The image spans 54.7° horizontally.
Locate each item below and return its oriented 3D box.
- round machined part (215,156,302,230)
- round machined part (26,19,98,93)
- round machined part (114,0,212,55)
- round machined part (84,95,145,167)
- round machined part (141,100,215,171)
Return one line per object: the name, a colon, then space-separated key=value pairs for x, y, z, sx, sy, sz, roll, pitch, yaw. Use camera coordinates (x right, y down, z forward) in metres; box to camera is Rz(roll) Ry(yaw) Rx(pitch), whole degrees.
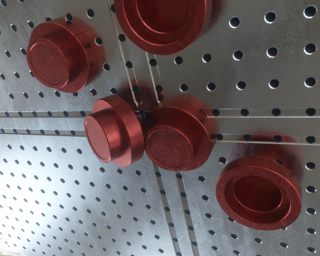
round machined part: x=0.122 y=0.075 z=0.382 sx=0.098 sy=0.042 sz=0.097 roll=13 pitch=124 yaw=20
round machined part: x=-0.137 y=-0.091 z=0.414 sx=0.098 sy=0.042 sz=0.097 roll=13 pitch=124 yaw=20
round machined part: x=0.006 y=-0.128 z=0.317 sx=0.098 sy=0.042 sz=0.097 roll=13 pitch=124 yaw=20
round machined part: x=-0.067 y=0.008 z=0.414 sx=0.098 sy=0.042 sz=0.097 roll=33 pitch=135 yaw=41
round machined part: x=0.018 y=0.017 z=0.400 sx=0.098 sy=0.042 sz=0.097 roll=13 pitch=124 yaw=20
